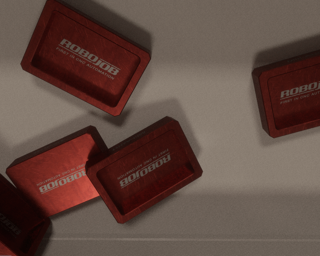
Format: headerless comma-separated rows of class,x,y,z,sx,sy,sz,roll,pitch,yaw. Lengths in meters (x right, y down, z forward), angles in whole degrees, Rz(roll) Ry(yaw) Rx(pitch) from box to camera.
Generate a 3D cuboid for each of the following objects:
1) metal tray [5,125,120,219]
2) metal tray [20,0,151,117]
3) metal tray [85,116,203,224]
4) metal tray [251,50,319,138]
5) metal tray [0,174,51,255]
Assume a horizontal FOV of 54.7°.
metal tray,-0.130,0.063,0.430,0.130,0.030,0.090,-24,109,8
metal tray,-0.087,-0.083,0.376,0.131,0.030,0.090,28,108,-10
metal tray,-0.019,0.054,0.408,0.131,0.030,0.090,-30,109,-8
metal tray,0.192,-0.048,0.393,0.131,0.030,0.089,-16,110,5
metal tray,-0.217,0.118,0.417,0.030,0.090,0.130,-36,107,12
